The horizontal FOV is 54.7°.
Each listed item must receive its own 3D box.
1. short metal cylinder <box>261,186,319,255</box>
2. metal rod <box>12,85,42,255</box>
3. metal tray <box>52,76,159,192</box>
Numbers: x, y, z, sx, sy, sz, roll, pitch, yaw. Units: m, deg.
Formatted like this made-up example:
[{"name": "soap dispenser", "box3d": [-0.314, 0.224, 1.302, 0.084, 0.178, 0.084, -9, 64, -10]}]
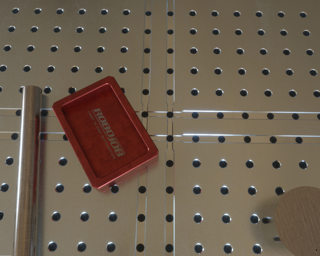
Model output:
[{"name": "short metal cylinder", "box3d": [0.165, 0.111, 0.359, 0.081, 0.050, 0.080, 0, 70, 0]}, {"name": "metal rod", "box3d": [-0.162, 0.087, 0.378, 0.025, 0.025, 0.299, -5, 70, -2]}, {"name": "metal tray", "box3d": [-0.071, 0.005, 0.406, 0.090, 0.030, 0.130, -29, 73, -10]}]
